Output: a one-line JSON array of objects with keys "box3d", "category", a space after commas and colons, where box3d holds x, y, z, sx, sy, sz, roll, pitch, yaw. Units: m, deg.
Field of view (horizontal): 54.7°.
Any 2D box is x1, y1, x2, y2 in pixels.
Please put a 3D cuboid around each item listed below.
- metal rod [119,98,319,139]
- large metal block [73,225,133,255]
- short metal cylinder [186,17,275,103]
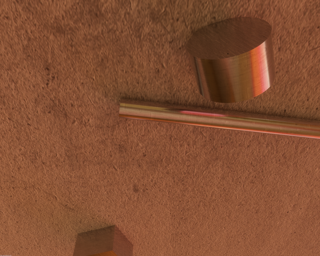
[{"box3d": [0.100, -0.009, 0.400, 0.302, 0.025, 0.025, 6, 130, -6], "category": "metal rod"}, {"box3d": [-0.106, 0.236, 0.591, 0.080, 0.050, 0.080, -17, 129, 13], "category": "large metal block"}, {"box3d": [0.072, -0.070, 0.313, 0.080, 0.080, 0.050, -14, 129, 11], "category": "short metal cylinder"}]
